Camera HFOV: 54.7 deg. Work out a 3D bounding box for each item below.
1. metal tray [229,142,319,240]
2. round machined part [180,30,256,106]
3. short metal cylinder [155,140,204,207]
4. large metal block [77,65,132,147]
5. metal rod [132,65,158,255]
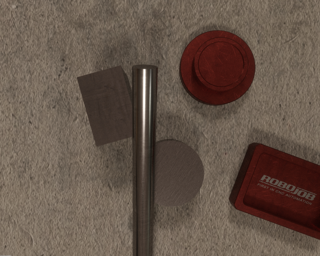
[{"bbox_3d":[0.169,0.082,0.409,0.131,0.030,0.090,20,90,-1],"label":"metal tray"},{"bbox_3d":[0.076,-0.079,0.402,0.099,0.042,0.097,0,90,-1],"label":"round machined part"},{"bbox_3d":[0.013,0.055,0.398,0.081,0.050,0.079,0,90,-1],"label":"short metal cylinder"},{"bbox_3d":[-0.057,-0.025,0.382,0.050,0.080,0.080,-16,90,0],"label":"large metal block"},{"bbox_3d":[-0.019,0.079,0.357,0.025,0.025,0.298,2,111,-1],"label":"metal rod"}]
